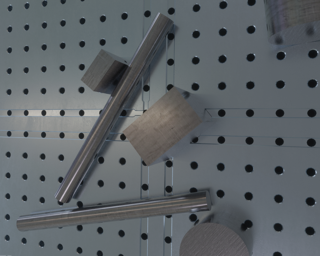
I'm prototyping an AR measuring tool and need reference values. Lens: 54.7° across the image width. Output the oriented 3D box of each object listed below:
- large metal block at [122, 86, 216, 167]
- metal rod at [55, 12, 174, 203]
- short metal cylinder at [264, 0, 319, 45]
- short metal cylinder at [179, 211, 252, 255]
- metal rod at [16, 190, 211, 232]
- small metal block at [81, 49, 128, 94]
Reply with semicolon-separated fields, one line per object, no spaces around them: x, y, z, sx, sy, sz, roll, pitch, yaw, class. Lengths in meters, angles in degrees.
0.015;-0.001;0.378;0.080;0.080;0.050;-40;77;15;large metal block
-0.069;-0.021;0.436;0.025;0.025;0.299;35;101;16;metal rod
0.155;-0.125;0.329;0.080;0.080;0.050;-6;88;20;short metal cylinder
0.069;0.147;0.375;0.080;0.050;0.079;0;90;20;short metal cylinder
-0.078;0.121;0.439;0.301;0.025;0.025;-12;86;19;metal rod
-0.072;-0.075;0.425;0.025;0.050;0.050;41;103;15;small metal block
